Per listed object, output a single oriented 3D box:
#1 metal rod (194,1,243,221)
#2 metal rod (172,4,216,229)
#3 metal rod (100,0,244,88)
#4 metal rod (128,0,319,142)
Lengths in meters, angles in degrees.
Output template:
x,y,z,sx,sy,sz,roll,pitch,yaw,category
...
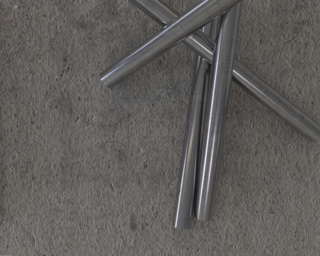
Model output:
x,y,z,sx,sy,sz,roll,pitch,yaw,category
0.070,-0.027,0.375,0.025,0.025,0.298,5,104,0,metal rod
0.049,-0.018,0.410,0.025,0.025,0.298,8,90,0,metal rod
0.045,-0.124,0.337,0.299,0.025,0.025,-27,90,30,metal rod
0.087,-0.078,0.389,0.301,0.025,0.025,35,90,-9,metal rod
